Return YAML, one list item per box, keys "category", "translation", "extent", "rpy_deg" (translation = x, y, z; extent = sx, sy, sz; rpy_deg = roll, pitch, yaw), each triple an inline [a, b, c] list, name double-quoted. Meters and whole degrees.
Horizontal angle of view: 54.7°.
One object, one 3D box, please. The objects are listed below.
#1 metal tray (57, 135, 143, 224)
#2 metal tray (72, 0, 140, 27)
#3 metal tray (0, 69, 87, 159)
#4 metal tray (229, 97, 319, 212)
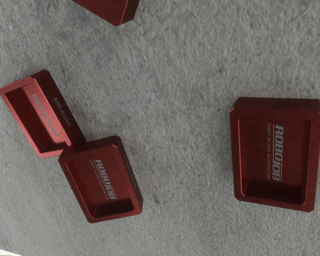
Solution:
- category: "metal tray"
  translation: [-0.087, 0.082, 0.475]
  extent: [0.090, 0.030, 0.129]
  rpy_deg: [-13, 115, 8]
- category: "metal tray"
  translation: [-0.077, -0.181, 0.331]
  extent: [0.130, 0.030, 0.089]
  rpy_deg: [32, 128, 6]
- category: "metal tray"
  translation: [-0.183, -0.018, 0.486]
  extent: [0.090, 0.030, 0.129]
  rpy_deg: [-11, 113, 32]
- category: "metal tray"
  translation: [0.130, 0.031, 0.353]
  extent: [0.090, 0.030, 0.129]
  rpy_deg: [4, 121, 25]
